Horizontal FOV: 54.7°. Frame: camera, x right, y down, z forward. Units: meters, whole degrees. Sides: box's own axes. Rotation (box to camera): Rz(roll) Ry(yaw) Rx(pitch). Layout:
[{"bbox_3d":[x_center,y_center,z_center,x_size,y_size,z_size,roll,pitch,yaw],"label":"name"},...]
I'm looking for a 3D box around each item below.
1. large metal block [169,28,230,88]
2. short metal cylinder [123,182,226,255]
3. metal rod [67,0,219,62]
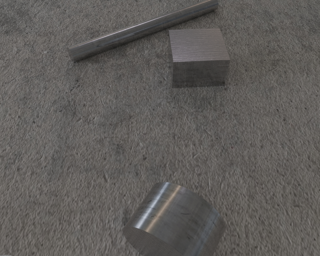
[{"bbox_3d":[0.056,-0.109,0.479,0.081,0.050,0.080,-3,50,-3],"label":"large metal block"},{"bbox_3d":[0.013,0.096,0.287,0.080,0.080,0.050,25,55,19],"label":"short metal cylinder"},{"bbox_3d":[-0.019,-0.182,0.555,0.302,0.025,0.025,-27,55,-21],"label":"metal rod"}]
